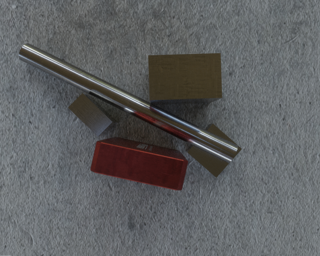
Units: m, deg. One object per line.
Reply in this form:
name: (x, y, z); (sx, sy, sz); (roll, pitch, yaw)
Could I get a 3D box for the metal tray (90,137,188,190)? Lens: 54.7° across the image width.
metal tray: (-0.020, 0.036, 0.359); (0.091, 0.130, 0.030); (12, 90, 0)

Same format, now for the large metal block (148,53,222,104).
large metal block: (0.028, -0.057, 0.383); (0.081, 0.080, 0.050); (-2, 90, -1)

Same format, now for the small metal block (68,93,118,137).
small metal block: (-0.084, -0.016, 0.397); (0.050, 0.050, 0.025); (44, 90, -1)

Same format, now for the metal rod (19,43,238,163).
metal rod: (-0.043, -0.034, 0.397); (0.301, 0.025, 0.025); (26, 90, 5)

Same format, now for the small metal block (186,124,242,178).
small metal block: (0.071, 0.029, 0.413); (0.050, 0.025, 0.050); (41, 90, -1)
